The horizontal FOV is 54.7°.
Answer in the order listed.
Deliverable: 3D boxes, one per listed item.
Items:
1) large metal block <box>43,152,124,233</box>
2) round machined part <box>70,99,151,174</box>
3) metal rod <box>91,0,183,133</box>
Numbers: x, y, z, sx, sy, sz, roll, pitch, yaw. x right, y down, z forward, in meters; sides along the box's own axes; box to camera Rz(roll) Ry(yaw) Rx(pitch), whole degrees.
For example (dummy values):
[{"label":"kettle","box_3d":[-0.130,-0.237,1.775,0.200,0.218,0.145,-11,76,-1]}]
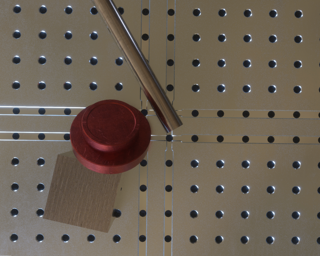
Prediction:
[{"label":"large metal block","box_3d":[-0.094,0.080,0.400,0.080,0.050,0.080,13,90,0]},{"label":"round machined part","box_3d":[-0.060,0.004,0.380,0.099,0.042,0.098,5,54,-6]},{"label":"metal rod","box_3d":[-0.054,-0.129,0.412,0.025,0.025,0.299,-30,90,0]}]
